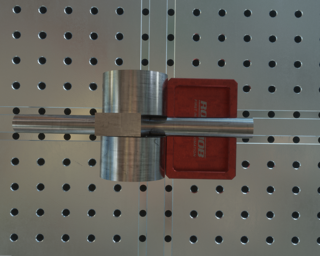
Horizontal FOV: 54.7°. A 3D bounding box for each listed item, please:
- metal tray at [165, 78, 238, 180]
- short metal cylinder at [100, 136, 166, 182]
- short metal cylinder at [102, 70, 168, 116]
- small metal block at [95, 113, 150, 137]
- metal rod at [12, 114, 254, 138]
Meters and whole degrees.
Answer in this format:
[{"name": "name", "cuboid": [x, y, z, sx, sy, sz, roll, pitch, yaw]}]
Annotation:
[{"name": "metal tray", "cuboid": [0.053, 0.001, 0.411, 0.091, 0.030, 0.129, 1, 90, 0]}, {"name": "short metal cylinder", "cuboid": [-0.033, 0.035, 0.385, 0.081, 0.080, 0.050, 1, 90, 0]}, {"name": "short metal cylinder", "cuboid": [-0.031, -0.040, 0.384, 0.081, 0.080, 0.050, 1, 90, 0]}, {"name": "small metal block", "cuboid": [-0.041, -0.004, 0.353, 0.050, 0.050, 0.025, 1, 90, 8]}, {"name": "metal rod", "cuboid": [-0.040, -0.003, 0.390, 0.301, 0.025, 0.025, 1, 90, 8]}]
